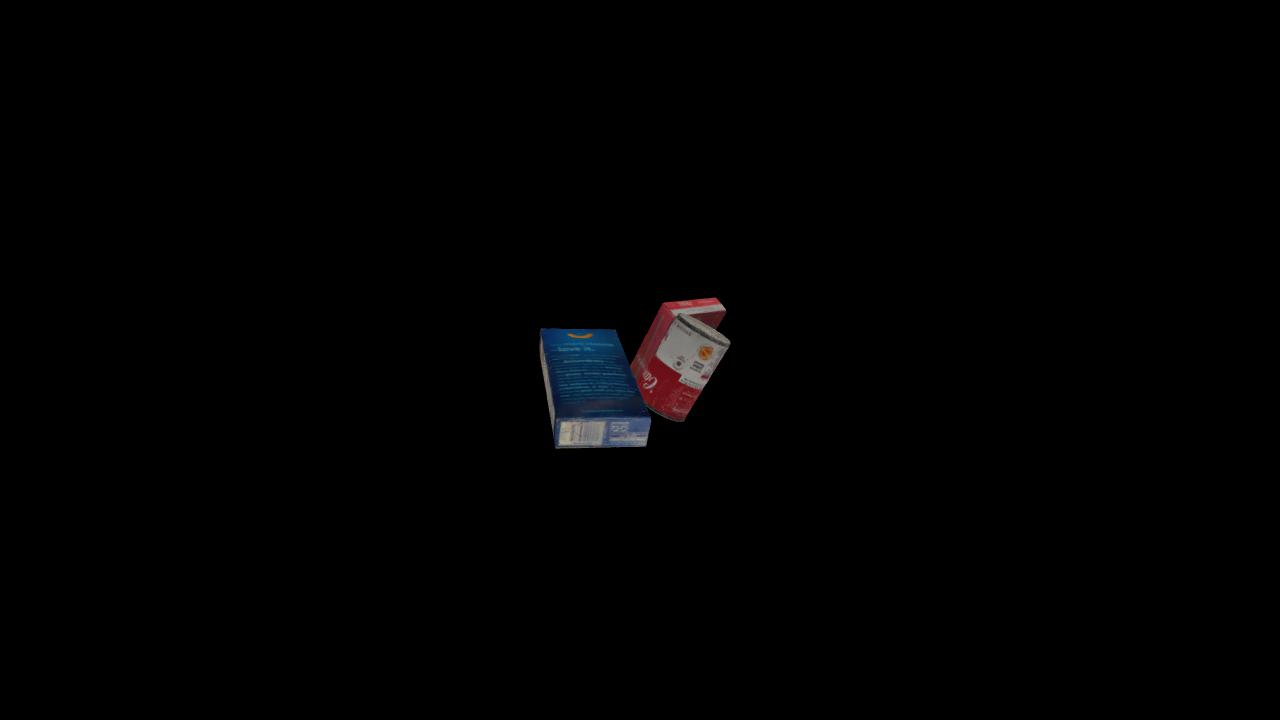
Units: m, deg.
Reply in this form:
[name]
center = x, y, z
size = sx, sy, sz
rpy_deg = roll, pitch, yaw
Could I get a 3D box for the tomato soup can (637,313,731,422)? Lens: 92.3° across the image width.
[tomato soup can]
center = 0.045, 0.007, 0.669
size = 0.068, 0.101, 0.068
rpy_deg = 29, 13, -7

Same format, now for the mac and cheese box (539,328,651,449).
[mac and cheese box]
center = -0.054, 0.024, 0.657
size = 0.093, 0.041, 0.184
rpy_deg = -1, 30, -14

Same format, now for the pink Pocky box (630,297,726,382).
[pink Pocky box]
center = 0.038, -0.011, 0.761
size = 0.084, 0.029, 0.155
rpy_deg = -9, -38, -35
